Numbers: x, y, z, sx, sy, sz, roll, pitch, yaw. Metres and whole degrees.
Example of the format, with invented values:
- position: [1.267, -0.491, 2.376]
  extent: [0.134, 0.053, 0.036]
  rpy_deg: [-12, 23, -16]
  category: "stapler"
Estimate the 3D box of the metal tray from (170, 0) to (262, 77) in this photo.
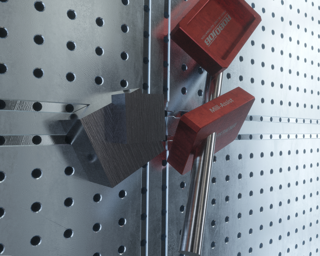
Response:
- position: [0.086, -0.150, 0.458]
  extent: [0.090, 0.030, 0.130]
  rpy_deg: [41, 63, -7]
  category: "metal tray"

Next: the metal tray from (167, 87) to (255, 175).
- position: [0.073, 0.002, 0.437]
  extent: [0.131, 0.030, 0.089]
  rpy_deg: [-27, 146, -37]
  category: "metal tray"

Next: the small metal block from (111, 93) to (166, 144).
- position: [-0.022, -0.010, 0.327]
  extent: [0.050, 0.025, 0.050]
  rpy_deg: [-4, 92, -40]
  category: "small metal block"

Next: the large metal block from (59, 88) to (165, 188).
- position: [-0.052, 0.009, 0.351]
  extent: [0.081, 0.050, 0.080]
  rpy_deg: [-34, 111, -35]
  category: "large metal block"

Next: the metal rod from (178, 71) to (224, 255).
- position: [0.062, 0.011, 0.412]
  extent: [0.025, 0.025, 0.300]
  rpy_deg: [37, 52, -34]
  category: "metal rod"
